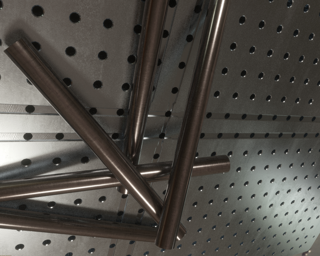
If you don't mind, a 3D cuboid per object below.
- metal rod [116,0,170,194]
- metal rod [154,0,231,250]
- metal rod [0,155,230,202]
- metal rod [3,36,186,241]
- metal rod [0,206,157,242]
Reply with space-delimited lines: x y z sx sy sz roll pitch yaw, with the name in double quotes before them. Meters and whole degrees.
"metal rod" -0.022 -0.045 0.372 0.025 0.025 0.298 -3 120 -27
"metal rod" 0.038 -0.004 0.368 0.025 0.025 0.298 11 93 -33
"metal rod" -0.052 0.062 0.393 0.303 0.025 0.025 -5 121 -16
"metal rod" -0.056 0.031 0.352 0.025 0.025 0.299 -38 115 -3
"metal rod" -0.102 0.143 0.445 0.302 0.025 0.025 21 107 -37
